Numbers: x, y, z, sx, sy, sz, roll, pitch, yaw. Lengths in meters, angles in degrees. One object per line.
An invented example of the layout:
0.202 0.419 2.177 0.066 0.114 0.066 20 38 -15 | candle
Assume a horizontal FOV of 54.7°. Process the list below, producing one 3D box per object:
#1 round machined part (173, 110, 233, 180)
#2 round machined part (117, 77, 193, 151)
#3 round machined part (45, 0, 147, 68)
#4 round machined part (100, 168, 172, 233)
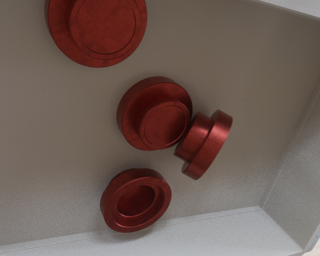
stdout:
0.052 0.017 0.413 0.042 0.098 0.097 30 105 1 | round machined part
-0.001 -0.012 0.390 0.099 0.042 0.097 -14 124 -21 | round machined part
-0.057 -0.105 0.301 0.099 0.042 0.097 -14 124 -21 | round machined part
-0.037 0.096 0.437 0.099 0.042 0.097 -14 124 -21 | round machined part
